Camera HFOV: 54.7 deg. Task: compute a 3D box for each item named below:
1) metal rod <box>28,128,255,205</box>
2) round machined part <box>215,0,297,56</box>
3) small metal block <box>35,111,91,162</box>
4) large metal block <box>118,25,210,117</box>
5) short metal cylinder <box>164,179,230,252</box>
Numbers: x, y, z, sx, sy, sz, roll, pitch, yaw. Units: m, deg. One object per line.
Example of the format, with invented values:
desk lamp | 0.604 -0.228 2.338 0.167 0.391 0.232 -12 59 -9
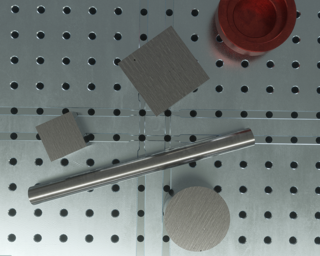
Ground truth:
metal rod | -0.023 0.051 0.413 0.302 0.025 0.025 -15 90 -1
round machined part | 0.122 -0.143 0.406 0.099 0.042 0.097 0 90 -1
small metal block | -0.128 0.011 0.412 0.050 0.025 0.050 -24 90 -1
large metal block | 0.005 -0.069 0.401 0.080 0.050 0.080 -36 90 0
short metal cylinder | 0.045 0.111 0.402 0.081 0.050 0.079 0 90 -1
